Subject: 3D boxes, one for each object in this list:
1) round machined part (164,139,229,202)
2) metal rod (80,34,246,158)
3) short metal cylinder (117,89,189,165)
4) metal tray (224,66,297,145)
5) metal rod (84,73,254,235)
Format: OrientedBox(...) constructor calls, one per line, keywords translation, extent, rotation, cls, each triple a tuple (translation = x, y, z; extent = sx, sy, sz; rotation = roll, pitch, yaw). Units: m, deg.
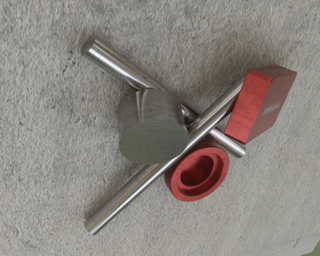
OrientedBox(translation=(0.050, 0.058, 0.461), extent=(0.099, 0.042, 0.097), rotation=(-14, 124, -21), cls="round machined part")
OrientedBox(translation=(0.027, -0.024, 0.410), extent=(0.301, 0.025, 0.025), rotation=(31, 101, -38), cls="metal rod")
OrientedBox(translation=(-0.010, 0.000, 0.370), extent=(0.081, 0.050, 0.080), rotation=(-6, 138, -5), cls="short metal cylinder")
OrientedBox(translation=(0.141, -0.036, 0.423), extent=(0.131, 0.030, 0.089), rotation=(-19, 132, -53), cls="metal tray")
OrientedBox(translation=(0.008, 0.041, 0.416), extent=(0.300, 0.025, 0.025), rotation=(-43, 130, 10), cls="metal rod")
